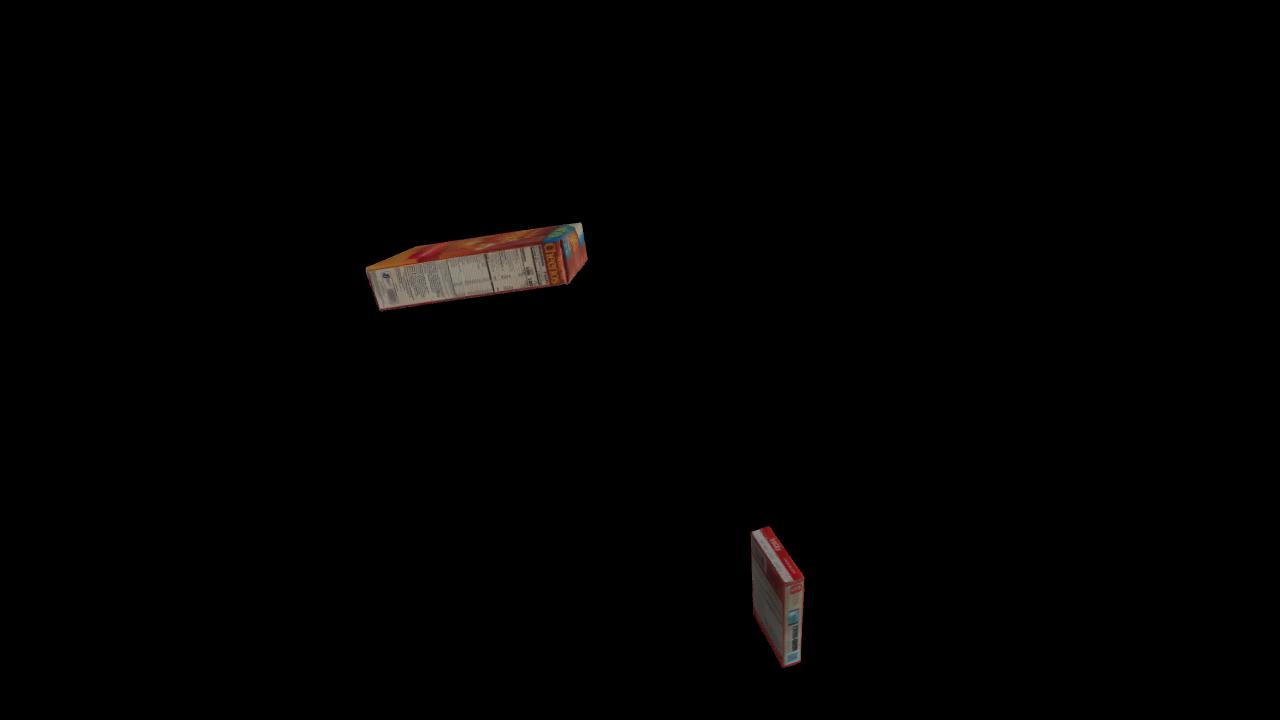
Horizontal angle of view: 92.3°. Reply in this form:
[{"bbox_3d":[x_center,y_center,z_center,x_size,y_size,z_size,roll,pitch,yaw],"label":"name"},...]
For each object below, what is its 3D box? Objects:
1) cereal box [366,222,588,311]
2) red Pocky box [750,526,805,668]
[{"bbox_3d":[-0.248,-0.157,0.999,0.306,0.081,0.203,-8,19,7],"label":"cereal box"},{"bbox_3d":[0.159,0.277,0.718,0.028,0.155,0.083,-15,32,-12],"label":"red Pocky box"}]
